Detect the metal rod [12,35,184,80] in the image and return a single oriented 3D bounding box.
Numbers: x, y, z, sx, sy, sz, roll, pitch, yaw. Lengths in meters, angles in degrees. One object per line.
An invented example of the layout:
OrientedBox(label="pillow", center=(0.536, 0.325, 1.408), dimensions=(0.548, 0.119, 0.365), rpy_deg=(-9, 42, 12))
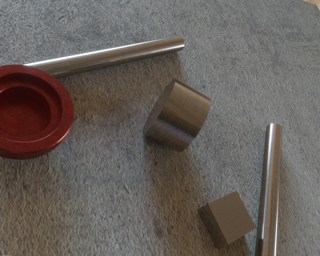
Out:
OrientedBox(label="metal rod", center=(-0.082, -0.092, 0.417), dimensions=(0.302, 0.025, 0.025), rpy_deg=(-22, 74, -36))

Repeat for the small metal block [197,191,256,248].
OrientedBox(label="small metal block", center=(0.082, 0.112, 0.382), dimensions=(0.050, 0.025, 0.050), rpy_deg=(-14, 69, -34))

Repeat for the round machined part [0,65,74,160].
OrientedBox(label="round machined part", center=(-0.144, -0.013, 0.320), dimensions=(0.099, 0.042, 0.098), rpy_deg=(14, 60, -25))

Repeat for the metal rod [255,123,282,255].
OrientedBox(label="metal rod", center=(0.146, 0.113, 0.415), dimensions=(0.025, 0.025, 0.300), rpy_deg=(29, 52, -11))

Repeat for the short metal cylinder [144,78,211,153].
OrientedBox(label="short metal cylinder", center=(0.020, -0.016, 0.391), dimensions=(0.050, 0.080, 0.080), rpy_deg=(29, 52, -10))
